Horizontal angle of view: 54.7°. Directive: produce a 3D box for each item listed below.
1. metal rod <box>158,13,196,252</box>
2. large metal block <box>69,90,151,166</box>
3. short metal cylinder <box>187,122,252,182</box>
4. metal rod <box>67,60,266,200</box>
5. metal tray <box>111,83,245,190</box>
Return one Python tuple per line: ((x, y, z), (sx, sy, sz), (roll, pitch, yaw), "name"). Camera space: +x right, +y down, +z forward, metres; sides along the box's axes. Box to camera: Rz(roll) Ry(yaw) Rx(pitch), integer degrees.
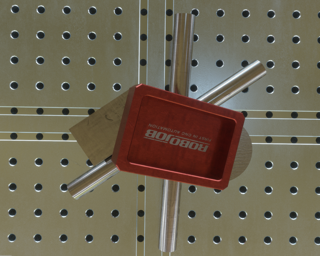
((0.020, 0.013, 0.391), (0.025, 0.025, 0.298), (4, 99, -1), "metal rod")
((-0.054, 0.000, 0.385), (0.080, 0.080, 0.050), (-34, 90, 0), "large metal block")
((0.072, 0.026, 0.401), (0.081, 0.050, 0.079), (0, 90, -1), "short metal cylinder")
((0.009, 0.002, 0.414), (0.301, 0.025, 0.025), (-34, 90, -1), "metal rod")
((0.022, 0.012, 0.341), (0.131, 0.030, 0.089), (14, 90, -19), "metal tray")
